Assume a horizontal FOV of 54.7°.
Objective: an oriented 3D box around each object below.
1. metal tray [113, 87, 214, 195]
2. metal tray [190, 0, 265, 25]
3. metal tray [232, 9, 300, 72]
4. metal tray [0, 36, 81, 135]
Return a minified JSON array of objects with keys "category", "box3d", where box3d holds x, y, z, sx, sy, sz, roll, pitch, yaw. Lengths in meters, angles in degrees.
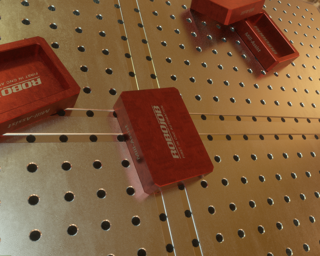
[{"category":"metal tray","box3d":[0.004,0.011,0.402,0.091,0.030,0.130,-10,67,-33]},{"category":"metal tray","box3d":[0.134,-0.246,0.607,0.090,0.030,0.131,37,48,26]},{"category":"metal tray","box3d":[0.216,-0.183,0.636,0.091,0.030,0.130,-22,74,-36]},{"category":"metal tray","box3d":[-0.168,-0.046,0.342,0.131,0.030,0.090,-30,79,-38]}]
